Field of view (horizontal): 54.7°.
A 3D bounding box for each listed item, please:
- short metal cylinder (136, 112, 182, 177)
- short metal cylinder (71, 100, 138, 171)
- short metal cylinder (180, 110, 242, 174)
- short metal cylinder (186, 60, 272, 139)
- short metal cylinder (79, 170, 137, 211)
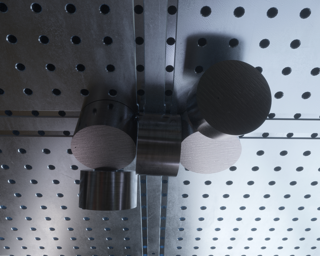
[{"bbox_3d":[-0.003,0.021,0.393,0.050,0.080,0.079,4,130,-4],"label":"short metal cylinder"},{"bbox_3d":[-0.070,0.011,0.402,0.081,0.050,0.079,0,130,0],"label":"short metal cylinder"},{"bbox_3d":[0.062,0.015,0.408,0.081,0.050,0.079,0,130,0],"label":"short metal cylinder"},{"bbox_3d":[0.074,-0.029,0.343,0.081,0.080,0.050,7,171,-6],"label":"short metal cylinder"},{"bbox_3d":[-0.073,0.085,0.440,0.081,0.050,0.080,1,174,0],"label":"short metal cylinder"}]
